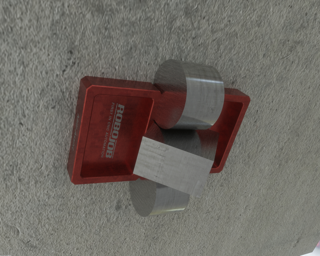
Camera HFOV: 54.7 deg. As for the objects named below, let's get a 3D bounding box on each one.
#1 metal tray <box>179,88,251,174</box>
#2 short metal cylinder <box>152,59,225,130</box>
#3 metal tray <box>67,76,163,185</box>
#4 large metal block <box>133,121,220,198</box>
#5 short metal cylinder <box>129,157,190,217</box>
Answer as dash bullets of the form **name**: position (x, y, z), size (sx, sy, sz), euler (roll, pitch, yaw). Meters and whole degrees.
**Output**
- **metal tray**: position (0.066, 0.006, 0.445), size (0.091, 0.030, 0.129), euler (1, 118, -29)
- **short metal cylinder**: position (0.030, -0.038, 0.366), size (0.050, 0.080, 0.079), euler (2, 118, -30)
- **metal tray**: position (-0.057, 0.006, 0.378), size (0.091, 0.030, 0.129), euler (1, 118, -29)
- **large metal block**: position (0.023, 0.029, 0.377), size (0.080, 0.080, 0.050), euler (19, 115, 7)
- **short metal cylinder**: position (-0.002, 0.076, 0.419), size (0.050, 0.080, 0.079), euler (2, 118, -30)
